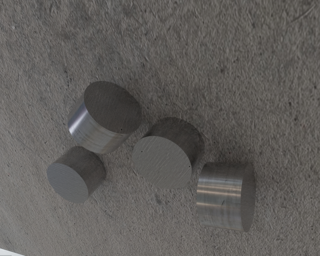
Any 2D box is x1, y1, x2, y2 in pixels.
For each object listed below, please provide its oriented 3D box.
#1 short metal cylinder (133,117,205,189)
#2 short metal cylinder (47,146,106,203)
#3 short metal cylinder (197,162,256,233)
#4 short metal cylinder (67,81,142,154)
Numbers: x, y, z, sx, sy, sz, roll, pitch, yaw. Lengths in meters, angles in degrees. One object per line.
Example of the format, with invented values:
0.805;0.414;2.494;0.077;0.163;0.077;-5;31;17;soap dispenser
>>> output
0.012;0.032;0.404;0.080;0.050;0.079;13;124;21;short metal cylinder
-0.137;0.077;0.510;0.080;0.050;0.079;13;124;21;short metal cylinder
0.083;0.082;0.378;0.050;0.080;0.080;0;119;28;short metal cylinder
-0.071;-0.014;0.400;0.080;0.080;0.050;45;129;-3;short metal cylinder
